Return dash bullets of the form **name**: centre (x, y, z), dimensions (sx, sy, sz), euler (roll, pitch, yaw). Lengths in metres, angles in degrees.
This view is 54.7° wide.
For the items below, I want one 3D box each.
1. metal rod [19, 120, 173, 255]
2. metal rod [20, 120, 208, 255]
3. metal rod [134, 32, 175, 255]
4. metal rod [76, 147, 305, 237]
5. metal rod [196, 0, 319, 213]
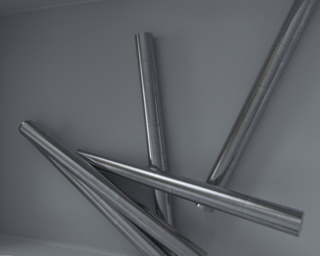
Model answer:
- **metal rod**: centre (-0.099, 0.083, 0.431), dimensions (0.300, 0.025, 0.025), euler (38, 102, 21)
- **metal rod**: centre (-0.071, 0.079, 0.406), dimensions (0.300, 0.025, 0.025), euler (33, 101, 16)
- **metal rod**: centre (-0.005, 0.023, 0.412), dimensions (0.025, 0.025, 0.298), euler (-7, 88, 20)
- **metal rod**: centre (0.009, 0.066, 0.373), dimensions (0.300, 0.025, 0.025), euler (12, 94, 32)
- **metal rod**: centre (0.117, -0.035, 0.369), dimensions (0.025, 0.025, 0.298), euler (27, 99, 18)
